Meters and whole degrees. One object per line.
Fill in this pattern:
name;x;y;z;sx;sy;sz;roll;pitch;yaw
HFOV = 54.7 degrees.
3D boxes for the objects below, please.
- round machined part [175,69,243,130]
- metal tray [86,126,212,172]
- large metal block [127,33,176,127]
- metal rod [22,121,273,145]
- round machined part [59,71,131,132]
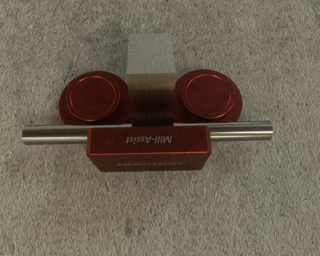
round machined part;0.061;-0.037;0.414;0.099;0.042;0.098;0;70;-1
metal tray;-0.012;0.027;0.364;0.131;0.090;0.030;-1;70;-1
large metal block;-0.010;-0.057;0.373;0.050;0.080;0.080;-2;47;-2
metal rod;-0.014;0.006;0.385;0.302;0.025;0.025;-1;70;-1
round machined part;-0.085;-0.034;0.410;0.099;0.042;0.098;0;70;-1
